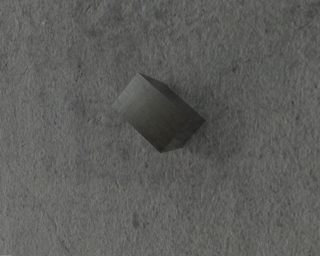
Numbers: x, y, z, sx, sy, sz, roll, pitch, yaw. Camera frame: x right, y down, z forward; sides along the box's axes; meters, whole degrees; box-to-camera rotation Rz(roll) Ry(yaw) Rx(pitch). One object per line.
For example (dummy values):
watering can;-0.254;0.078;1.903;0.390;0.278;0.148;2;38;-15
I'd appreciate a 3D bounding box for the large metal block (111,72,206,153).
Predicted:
large metal block;0.002;-0.018;0.379;0.080;0.080;0.050;43;104;15
